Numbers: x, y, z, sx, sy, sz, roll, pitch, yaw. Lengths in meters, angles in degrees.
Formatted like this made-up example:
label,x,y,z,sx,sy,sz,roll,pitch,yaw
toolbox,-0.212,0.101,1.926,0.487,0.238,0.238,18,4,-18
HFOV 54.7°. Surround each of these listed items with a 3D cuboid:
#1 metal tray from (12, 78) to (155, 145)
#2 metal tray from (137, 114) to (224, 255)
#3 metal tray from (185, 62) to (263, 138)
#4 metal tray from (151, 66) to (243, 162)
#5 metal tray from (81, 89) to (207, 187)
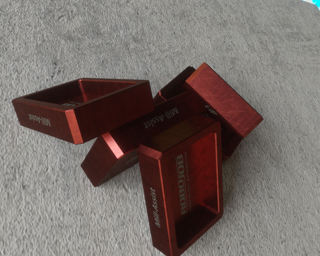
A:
label,x,y,z,sx,sy,sz,roll,pitch,yaw
metal tray,-0.081,-0.024,0.317,0.091,0.130,0.030,-27,116,-38
metal tray,0.027,0.061,0.328,0.091,0.030,0.129,-28,122,-37
metal tray,0.076,-0.034,0.397,0.090,0.030,0.130,44,6,1
metal tray,0.062,-0.020,0.450,0.130,0.030,0.090,44,51,2
metal tray,-0.017,0.010,0.349,0.131,0.090,0.030,-28,78,-38
